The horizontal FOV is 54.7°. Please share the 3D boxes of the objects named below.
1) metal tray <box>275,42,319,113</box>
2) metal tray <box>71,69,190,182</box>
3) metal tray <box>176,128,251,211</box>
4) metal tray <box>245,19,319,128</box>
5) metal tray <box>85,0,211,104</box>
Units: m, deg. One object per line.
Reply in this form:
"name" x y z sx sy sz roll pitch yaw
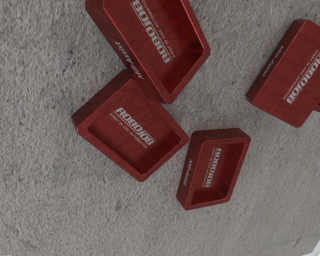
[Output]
"metal tray" 0.231 -0.079 0.479 0.131 0.030 0.089 11 113 -33
"metal tray" -0.032 0.002 0.387 0.090 0.030 0.130 -42 130 1
"metal tray" 0.083 0.065 0.488 0.091 0.030 0.129 -4 120 -27
"metal tray" 0.196 -0.075 0.440 0.090 0.030 0.129 24 108 -16
"metal tray" -0.004 -0.099 0.319 0.090 0.030 0.130 -53 132 -19
